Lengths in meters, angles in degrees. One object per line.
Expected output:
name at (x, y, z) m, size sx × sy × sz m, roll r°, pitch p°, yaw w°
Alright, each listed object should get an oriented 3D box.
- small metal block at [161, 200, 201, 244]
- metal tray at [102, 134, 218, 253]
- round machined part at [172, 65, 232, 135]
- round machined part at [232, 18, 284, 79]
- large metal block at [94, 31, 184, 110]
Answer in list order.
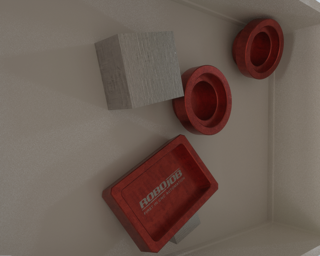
small metal block at (0.025, 0.123, 0.430) m, size 0.050 × 0.025 × 0.050 m, roll -28°, pitch 108°, yaw -37°
metal tray at (0.005, 0.078, 0.390) m, size 0.131 × 0.030 × 0.090 m, roll -36°, pitch 92°, yaw -34°
round machined part at (0.056, -0.039, 0.445) m, size 0.099 × 0.042 × 0.097 m, roll 0°, pitch 90°, yaw -40°
round machined part at (0.161, -0.134, 0.522) m, size 0.099 × 0.042 × 0.097 m, roll -14°, pitch 115°, yaw -33°
large metal block at (-0.023, -0.069, 0.373) m, size 0.081 × 0.050 × 0.079 m, roll -18°, pitch 102°, yaw -39°
